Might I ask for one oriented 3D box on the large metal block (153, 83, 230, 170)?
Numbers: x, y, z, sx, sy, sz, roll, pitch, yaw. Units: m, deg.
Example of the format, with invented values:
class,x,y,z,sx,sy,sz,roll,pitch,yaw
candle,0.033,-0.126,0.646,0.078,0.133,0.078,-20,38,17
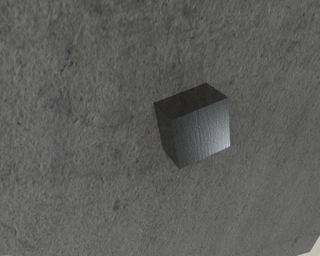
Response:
class,x,y,z,sx,sy,sz,roll,pitch,yaw
large metal block,0.044,-0.004,0.415,0.081,0.050,0.080,-22,127,-15
